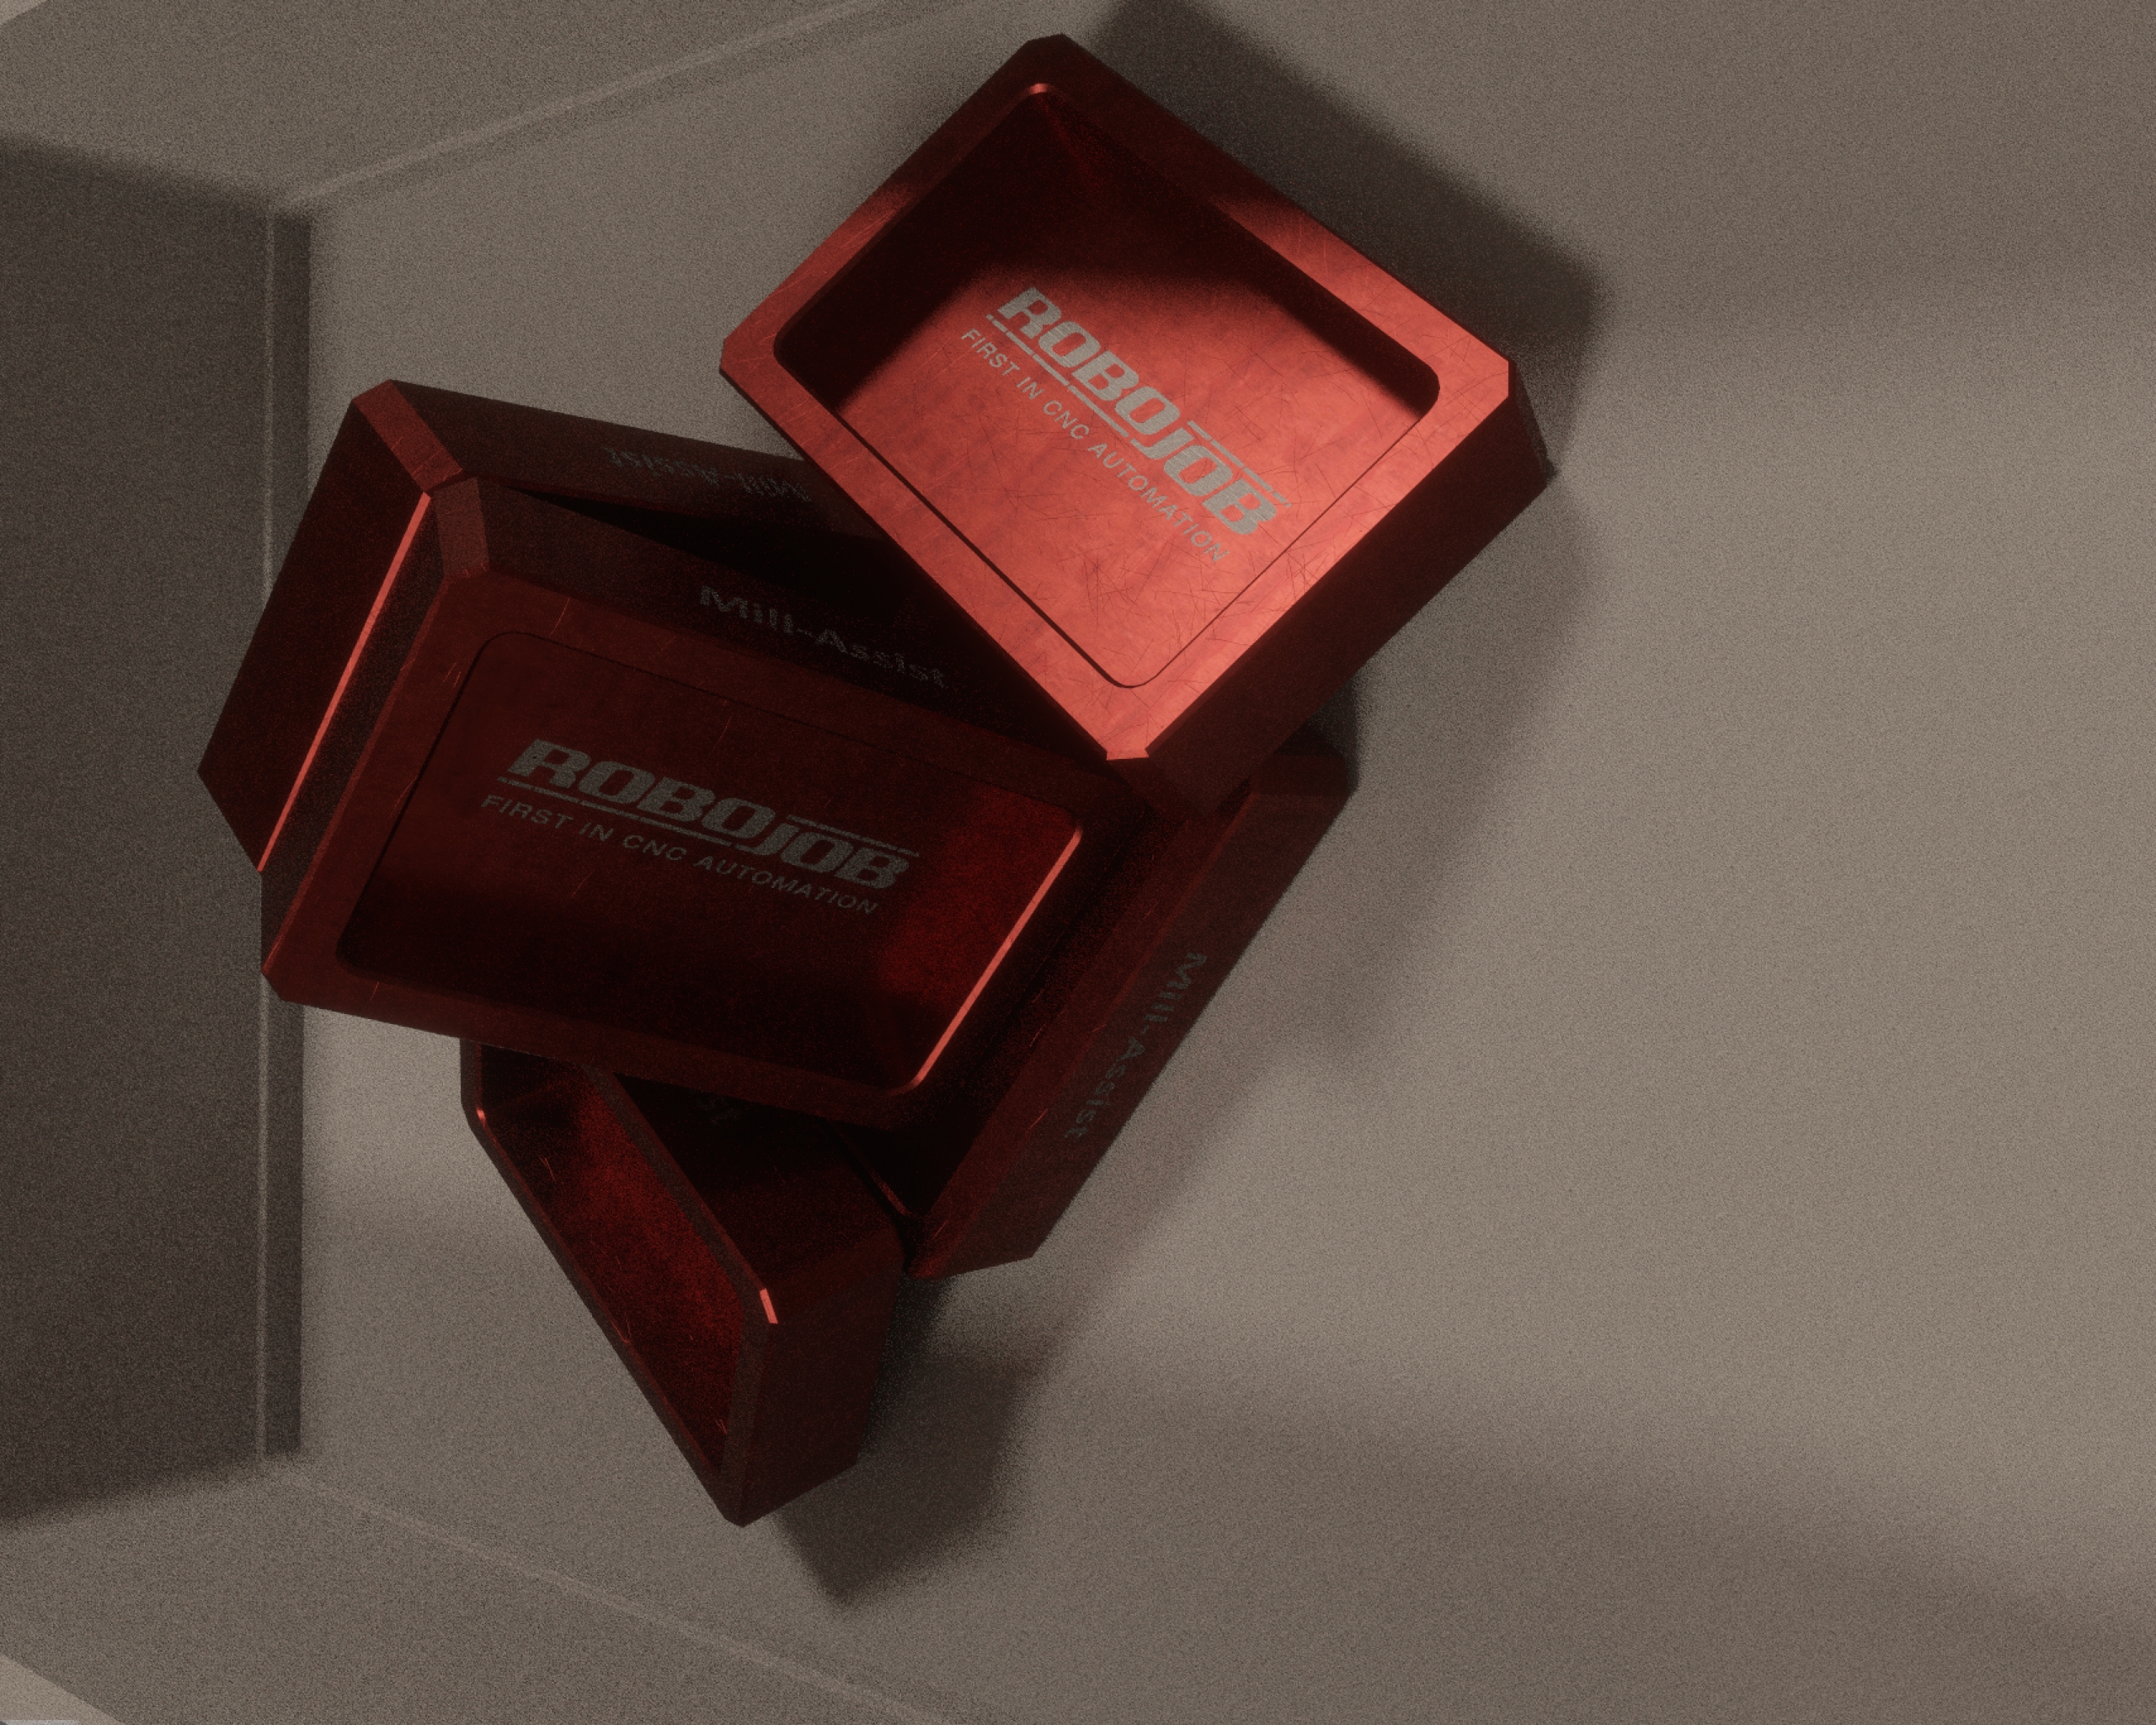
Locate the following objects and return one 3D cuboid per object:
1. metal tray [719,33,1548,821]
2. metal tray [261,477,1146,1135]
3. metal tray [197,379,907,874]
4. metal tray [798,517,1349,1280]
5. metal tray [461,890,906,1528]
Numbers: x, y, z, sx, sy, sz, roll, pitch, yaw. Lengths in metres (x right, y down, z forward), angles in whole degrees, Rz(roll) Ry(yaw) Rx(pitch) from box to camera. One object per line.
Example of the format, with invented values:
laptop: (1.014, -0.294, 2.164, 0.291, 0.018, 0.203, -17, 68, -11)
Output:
metal tray: (0.006, -0.081, 0.372, 0.090, 0.030, 0.130, -44, 60, 2)
metal tray: (-0.065, -0.004, 0.372, 0.089, 0.131, 0.030, -57, 34, 24)
metal tray: (-0.090, -0.038, 0.407, 0.030, 0.131, 0.089, 48, 119, 30)
metal tray: (-0.016, 0.006, 0.412, 0.090, 0.030, 0.129, 46, 117, 29)
metal tray: (-0.091, 0.067, 0.451, 0.130, 0.030, 0.089, 47, 142, 29)
